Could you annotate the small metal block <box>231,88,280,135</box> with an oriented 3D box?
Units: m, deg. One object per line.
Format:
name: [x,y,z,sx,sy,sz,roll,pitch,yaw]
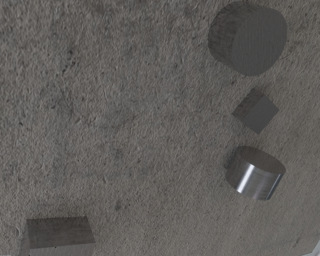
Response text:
small metal block: [0.146,-0.025,0.472,0.050,0.025,0.050,31,101,-38]

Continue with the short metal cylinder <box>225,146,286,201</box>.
short metal cylinder: [0.153,0.071,0.499,0.081,0.080,0.050,6,116,-31]

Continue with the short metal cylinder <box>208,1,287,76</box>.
short metal cylinder: [0.107,-0.110,0.381,0.081,0.050,0.079,-14,124,-21]

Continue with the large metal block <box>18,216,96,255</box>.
large metal block: [-0.142,0.169,0.418,0.081,0.050,0.079,7,115,-32]
